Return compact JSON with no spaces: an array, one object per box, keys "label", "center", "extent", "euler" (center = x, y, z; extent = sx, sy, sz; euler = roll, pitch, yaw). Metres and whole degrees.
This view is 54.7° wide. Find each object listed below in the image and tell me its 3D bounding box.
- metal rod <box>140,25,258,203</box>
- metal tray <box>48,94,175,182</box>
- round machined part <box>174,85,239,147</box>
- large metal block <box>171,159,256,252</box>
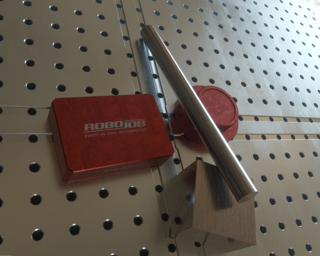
[{"label":"metal rod","center":[0.038,-0.039,0.414],"extent":[0.025,0.025,0.299],"euler":[-6,53,-31]},{"label":"metal tray","center":[-0.056,0.006,0.371],"extent":[0.131,0.030,0.090],"euler":[-7,65,-31]},{"label":"round machined part","center":[0.074,-0.023,0.451],"extent":[0.099,0.042,0.098],"euler":[14,56,-21]},{"label":"large metal block","center":[0.064,0.094,0.369],"extent":[0.080,0.050,0.080],"euler":[20,54,-16]}]
